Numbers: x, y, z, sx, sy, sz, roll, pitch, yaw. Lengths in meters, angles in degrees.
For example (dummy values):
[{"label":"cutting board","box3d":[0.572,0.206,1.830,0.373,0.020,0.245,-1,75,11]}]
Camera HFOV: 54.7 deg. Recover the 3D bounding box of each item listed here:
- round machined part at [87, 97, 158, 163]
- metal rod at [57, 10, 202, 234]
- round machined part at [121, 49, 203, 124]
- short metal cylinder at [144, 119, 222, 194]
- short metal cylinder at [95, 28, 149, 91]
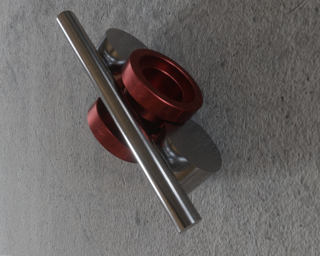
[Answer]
[{"label":"round machined part","box3d":[-0.037,-0.008,0.385,0.042,0.099,0.098,-45,64,26]},{"label":"metal rod","box3d":[-0.047,-0.026,0.339,0.025,0.025,0.299,-47,62,29]},{"label":"round machined part","box3d":[-0.002,-0.043,0.359,0.042,0.099,0.098,-49,61,34]},{"label":"short metal cylinder","box3d":[0.023,0.030,0.350,0.050,0.081,0.080,-46,63,30]},{"label":"short metal cylinder","box3d":[-0.049,-0.085,0.408,0.050,0.081,0.080,-46,63,30]}]
